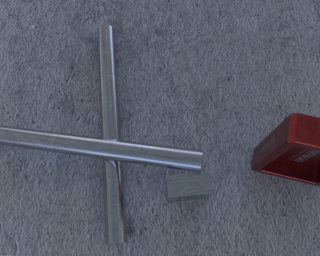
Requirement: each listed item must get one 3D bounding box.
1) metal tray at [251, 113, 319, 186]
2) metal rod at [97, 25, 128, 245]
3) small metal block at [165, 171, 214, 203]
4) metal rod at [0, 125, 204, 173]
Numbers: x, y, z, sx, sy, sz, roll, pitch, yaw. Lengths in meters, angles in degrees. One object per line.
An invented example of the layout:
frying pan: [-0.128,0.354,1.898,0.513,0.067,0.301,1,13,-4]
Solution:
metal tray: [0.164,0.030,0.343,0.090,0.130,0.030,13,71,5]
metal rod: [-0.065,-0.006,0.409,0.025,0.025,0.299,-5,70,-2]
small metal block: [0.033,0.071,0.369,0.050,0.050,0.025,-5,70,-2]
metal rod: [-0.099,0.021,0.377,0.301,0.025,0.025,7,70,11]
